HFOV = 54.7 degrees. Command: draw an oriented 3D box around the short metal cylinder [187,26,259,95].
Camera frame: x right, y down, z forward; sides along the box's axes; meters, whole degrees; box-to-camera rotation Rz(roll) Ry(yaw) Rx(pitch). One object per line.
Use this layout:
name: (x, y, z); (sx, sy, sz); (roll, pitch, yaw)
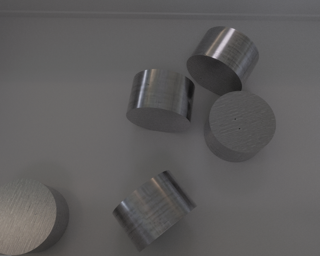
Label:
short metal cylinder: (0.083, -0.087, 0.413); (0.080, 0.080, 0.050); (30, 73, 10)

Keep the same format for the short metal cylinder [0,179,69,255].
short metal cylinder: (-0.152, 0.103, 0.358); (0.081, 0.050, 0.080); (0, 70, 0)

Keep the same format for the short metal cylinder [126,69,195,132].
short metal cylinder: (0.001, -0.032, 0.392); (0.080, 0.080, 0.050); (8, 70, 3)

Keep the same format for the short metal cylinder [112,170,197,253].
short metal cylinder: (-0.005, 0.092, 0.347); (0.080, 0.080, 0.050); (-36, 74, -12)

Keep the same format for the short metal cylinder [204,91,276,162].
short metal cylinder: (0.100, -0.001, 0.397); (0.081, 0.050, 0.080); (0, 70, 0)
